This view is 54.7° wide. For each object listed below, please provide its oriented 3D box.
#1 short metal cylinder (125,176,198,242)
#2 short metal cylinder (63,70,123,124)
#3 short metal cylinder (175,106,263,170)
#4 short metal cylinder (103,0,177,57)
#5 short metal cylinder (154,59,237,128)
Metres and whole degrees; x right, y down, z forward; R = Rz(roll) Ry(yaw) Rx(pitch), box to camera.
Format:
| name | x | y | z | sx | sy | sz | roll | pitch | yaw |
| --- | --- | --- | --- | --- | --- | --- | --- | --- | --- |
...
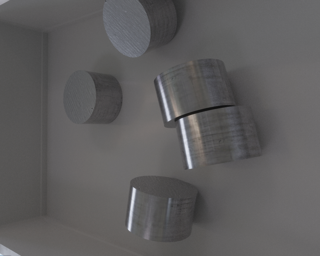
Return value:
| name | x | y | z | sx | sy | sz | roll | pitch | yaw |
| --- | --- | --- | --- | --- | --- | --- | --- | --- | --- |
| short metal cylinder | 0.001 | 0.093 | 0.370 | 0.080 | 0.081 | 0.050 | 13 | 99 | 39 |
| short metal cylinder | -0.104 | -0.046 | 0.477 | 0.080 | 0.050 | 0.080 | 0 | 90 | 40 |
| short metal cylinder | 0.060 | 0.012 | 0.322 | 0.080 | 0.081 | 0.050 | -17 | 79 | 39 |
| short metal cylinder | -0.026 | -0.136 | 0.392 | 0.080 | 0.050 | 0.079 | 26 | 133 | 31 |
| short metal cylinder | 0.038 | -0.035 | 0.340 | 0.080 | 0.081 | 0.050 | -22 | 76 | 38 |
